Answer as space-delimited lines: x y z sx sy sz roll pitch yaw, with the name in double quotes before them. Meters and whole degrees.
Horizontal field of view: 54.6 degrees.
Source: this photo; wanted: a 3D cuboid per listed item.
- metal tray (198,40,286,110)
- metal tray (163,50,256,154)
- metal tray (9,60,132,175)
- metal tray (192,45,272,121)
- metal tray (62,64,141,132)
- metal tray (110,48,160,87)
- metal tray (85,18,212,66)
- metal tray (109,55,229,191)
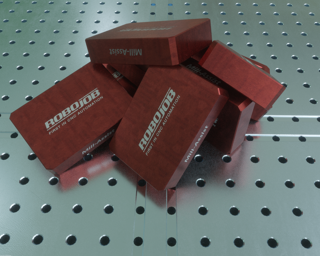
"metal tray" 0.098 -0.071 0.383 0.090 0.030 0.130 34 20 1
"metal tray" 0.051 -0.034 0.396 0.130 0.090 0.030 37 60 27
"metal tray" -0.104 -0.016 0.388 0.130 0.030 0.090 -38 75 -14
"metal tray" 0.091 -0.072 0.437 0.131 0.030 0.090 21 50 -9
"metal tray" -0.081 -0.048 0.443 0.090 0.030 0.131 32 57 24
"metal tray" -0.005 -0.109 0.472 0.131 0.030 0.090 -26 56 -38
"metal tray" -0.014 -0.106 0.379 0.130 0.030 0.090 10 33 34
"metal tray" 0.006 -0.006 0.353 0.090 0.129 0.030 36 17 25
